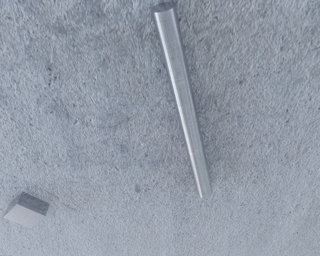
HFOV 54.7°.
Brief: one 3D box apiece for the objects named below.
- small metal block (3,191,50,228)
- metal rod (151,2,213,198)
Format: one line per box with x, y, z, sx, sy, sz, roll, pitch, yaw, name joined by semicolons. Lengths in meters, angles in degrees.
-0.225;0.139;0.524;0.050;0.025;0.050;35;122;-26;small metal block
0.037;-0.009;0.399;0.025;0.025;0.299;-10;130;8;metal rod
